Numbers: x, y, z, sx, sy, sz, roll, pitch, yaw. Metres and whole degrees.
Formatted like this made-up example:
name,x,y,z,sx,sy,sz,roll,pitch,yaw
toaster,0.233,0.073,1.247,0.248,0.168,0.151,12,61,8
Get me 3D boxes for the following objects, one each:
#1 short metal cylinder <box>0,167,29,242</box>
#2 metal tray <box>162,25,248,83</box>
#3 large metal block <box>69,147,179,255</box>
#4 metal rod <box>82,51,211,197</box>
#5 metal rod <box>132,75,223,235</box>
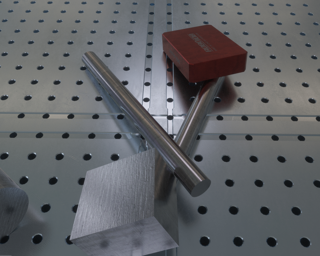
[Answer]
name,x,y,z,sx,sy,sz,roll,pitch,yaw
short metal cylinder,-0.181,0.077,0.305,0.050,0.080,0.080,33,58,24
metal tray,0.066,-0.122,0.489,0.091,0.030,0.130,-14,39,-12
large metal block,-0.030,0.075,0.300,0.080,0.050,0.080,-20,36,16
metal rod,-0.036,-0.026,0.408,0.025,0.025,0.300,-25,48,-20
metal rod,0.038,0.005,0.402,0.025,0.025,0.301,18,52,14
